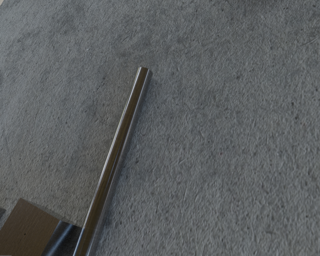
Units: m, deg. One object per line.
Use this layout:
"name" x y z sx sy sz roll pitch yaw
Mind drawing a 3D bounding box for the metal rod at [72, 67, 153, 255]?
"metal rod" -0.060 0.048 0.406 0.025 0.025 0.300 2 62 29

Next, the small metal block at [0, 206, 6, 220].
"small metal block" -0.267 0.134 0.462 0.050 0.025 0.050 14 69 33

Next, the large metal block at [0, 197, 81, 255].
"large metal block" -0.152 0.142 0.380 0.080 0.050 0.080 14 69 33
